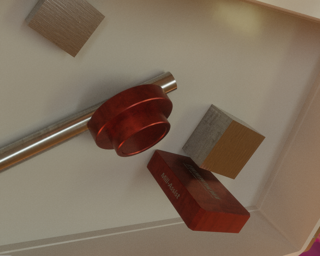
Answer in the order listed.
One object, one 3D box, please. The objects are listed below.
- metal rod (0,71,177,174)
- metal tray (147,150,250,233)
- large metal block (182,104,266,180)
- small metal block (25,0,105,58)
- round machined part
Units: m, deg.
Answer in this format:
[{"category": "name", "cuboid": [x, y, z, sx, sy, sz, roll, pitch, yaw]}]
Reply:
[{"category": "metal rod", "cuboid": [-0.117, 0.008, 0.350, 0.302, 0.025, 0.025, -27, 128, -12]}, {"category": "metal tray", "cuboid": [0.048, 0.083, 0.421, 0.091, 0.130, 0.030, 17, 110, -35]}, {"category": "large metal block", "cuboid": [0.094, 0.022, 0.460, 0.080, 0.050, 0.080, 23, 106, -37]}, {"category": "small metal block", "cuboid": [-0.090, -0.105, 0.295, 0.050, 0.025, 0.050, 33, 100, -39]}, {"category": "round machined part", "cuboid": [-0.027, -0.002, 0.355, 0.099, 0.042, 0.098, -27, 159, -11]}]
